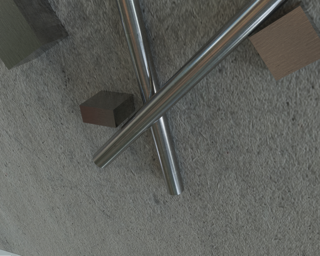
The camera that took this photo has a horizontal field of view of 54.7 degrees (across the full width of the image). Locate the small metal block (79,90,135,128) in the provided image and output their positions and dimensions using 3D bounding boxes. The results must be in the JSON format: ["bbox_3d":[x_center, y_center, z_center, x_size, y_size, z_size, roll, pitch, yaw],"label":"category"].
[{"bbox_3d":[-0.068,-0.026,0.409,0.050,0.050,0.025,9,122,23],"label":"small metal block"}]

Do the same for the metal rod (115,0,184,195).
[{"bbox_3d":[-0.011,-0.041,0.385,0.025,0.025,0.298,0,119,28],"label":"metal rod"}]

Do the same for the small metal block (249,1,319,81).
[{"bbox_3d":[0.122,-0.081,0.292,0.050,0.025,0.050,-29,103,37],"label":"small metal block"}]

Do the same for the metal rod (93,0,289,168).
[{"bbox_3d":[0.015,-0.041,0.346,0.025,0.025,0.299,46,121,-4],"label":"metal rod"}]

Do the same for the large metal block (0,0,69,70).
[{"bbox_3d":[-0.181,-0.133,0.401,0.080,0.050,0.080,-19,109,35],"label":"large metal block"}]
